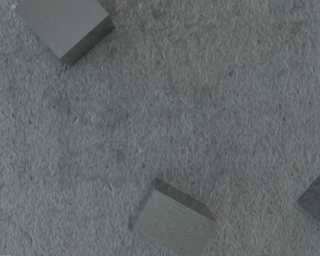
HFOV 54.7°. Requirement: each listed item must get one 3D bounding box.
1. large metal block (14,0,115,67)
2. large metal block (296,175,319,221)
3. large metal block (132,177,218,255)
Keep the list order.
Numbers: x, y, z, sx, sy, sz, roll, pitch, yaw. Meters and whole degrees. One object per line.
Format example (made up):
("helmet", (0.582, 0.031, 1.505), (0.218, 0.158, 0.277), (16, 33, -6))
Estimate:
("large metal block", (-0.118, -0.139, 0.396), (0.080, 0.050, 0.080), (-43, 91, 0))
("large metal block", (0.244, 0.097, 0.401), (0.080, 0.050, 0.080), (41, 90, -1))
("large metal block", (0.017, 0.108, 0.383), (0.080, 0.080, 0.050), (29, 90, -1))
